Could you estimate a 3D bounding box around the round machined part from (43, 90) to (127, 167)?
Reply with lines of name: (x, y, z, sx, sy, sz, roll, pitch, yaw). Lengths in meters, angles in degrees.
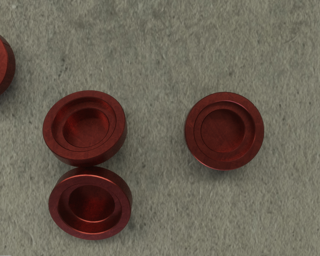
round machined part: (-0.090, 0.004, 0.387, 0.099, 0.042, 0.098, 0, 60, 1)

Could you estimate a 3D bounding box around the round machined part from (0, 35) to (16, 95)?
round machined part: (-0.235, -0.081, 0.398, 0.099, 0.042, 0.097, 0, 90, -1)

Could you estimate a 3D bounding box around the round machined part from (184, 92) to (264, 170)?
round machined part: (0.080, 0.004, 0.403, 0.099, 0.042, 0.097, 0, 90, -1)

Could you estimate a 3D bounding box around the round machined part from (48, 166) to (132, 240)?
round machined part: (-0.084, 0.089, 0.389, 0.099, 0.042, 0.097, 0, 114, 0)
